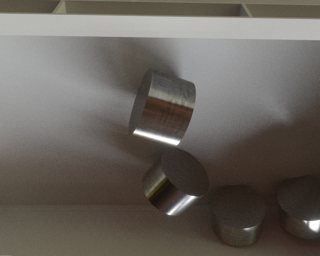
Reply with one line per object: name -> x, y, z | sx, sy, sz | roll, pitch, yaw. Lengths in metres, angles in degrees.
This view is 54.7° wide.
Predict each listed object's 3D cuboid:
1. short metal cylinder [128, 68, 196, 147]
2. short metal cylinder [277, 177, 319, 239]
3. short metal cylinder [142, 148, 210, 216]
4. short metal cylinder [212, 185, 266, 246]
short metal cylinder -> 0.000, -0.022, 0.354 | 0.050, 0.080, 0.079 | 17, 128, -14
short metal cylinder -> 0.226, 0.123, 0.481 | 0.080, 0.080, 0.050 | -12, 129, 9
short metal cylinder -> 0.022, 0.075, 0.437 | 0.080, 0.080, 0.050 | 25, 126, -20
short metal cylinder -> 0.123, 0.138, 0.493 | 0.080, 0.080, 0.050 | -5, 130, 3
